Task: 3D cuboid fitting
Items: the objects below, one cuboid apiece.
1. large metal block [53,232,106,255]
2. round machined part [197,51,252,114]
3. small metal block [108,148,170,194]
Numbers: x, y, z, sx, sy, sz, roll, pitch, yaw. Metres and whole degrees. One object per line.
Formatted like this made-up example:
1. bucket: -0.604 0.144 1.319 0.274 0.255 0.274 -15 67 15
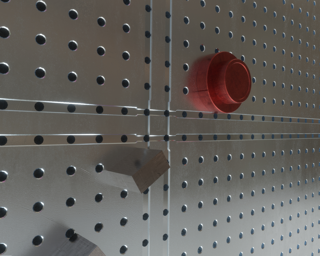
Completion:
1. large metal block: -0.085 0.173 0.322 0.080 0.050 0.080 -45 117 -31
2. round machined part: 0.107 -0.072 0.487 0.099 0.042 0.097 0 90 -40
3. small metal block: -0.025 0.049 0.372 0.050 0.050 0.025 -39 114 -33
